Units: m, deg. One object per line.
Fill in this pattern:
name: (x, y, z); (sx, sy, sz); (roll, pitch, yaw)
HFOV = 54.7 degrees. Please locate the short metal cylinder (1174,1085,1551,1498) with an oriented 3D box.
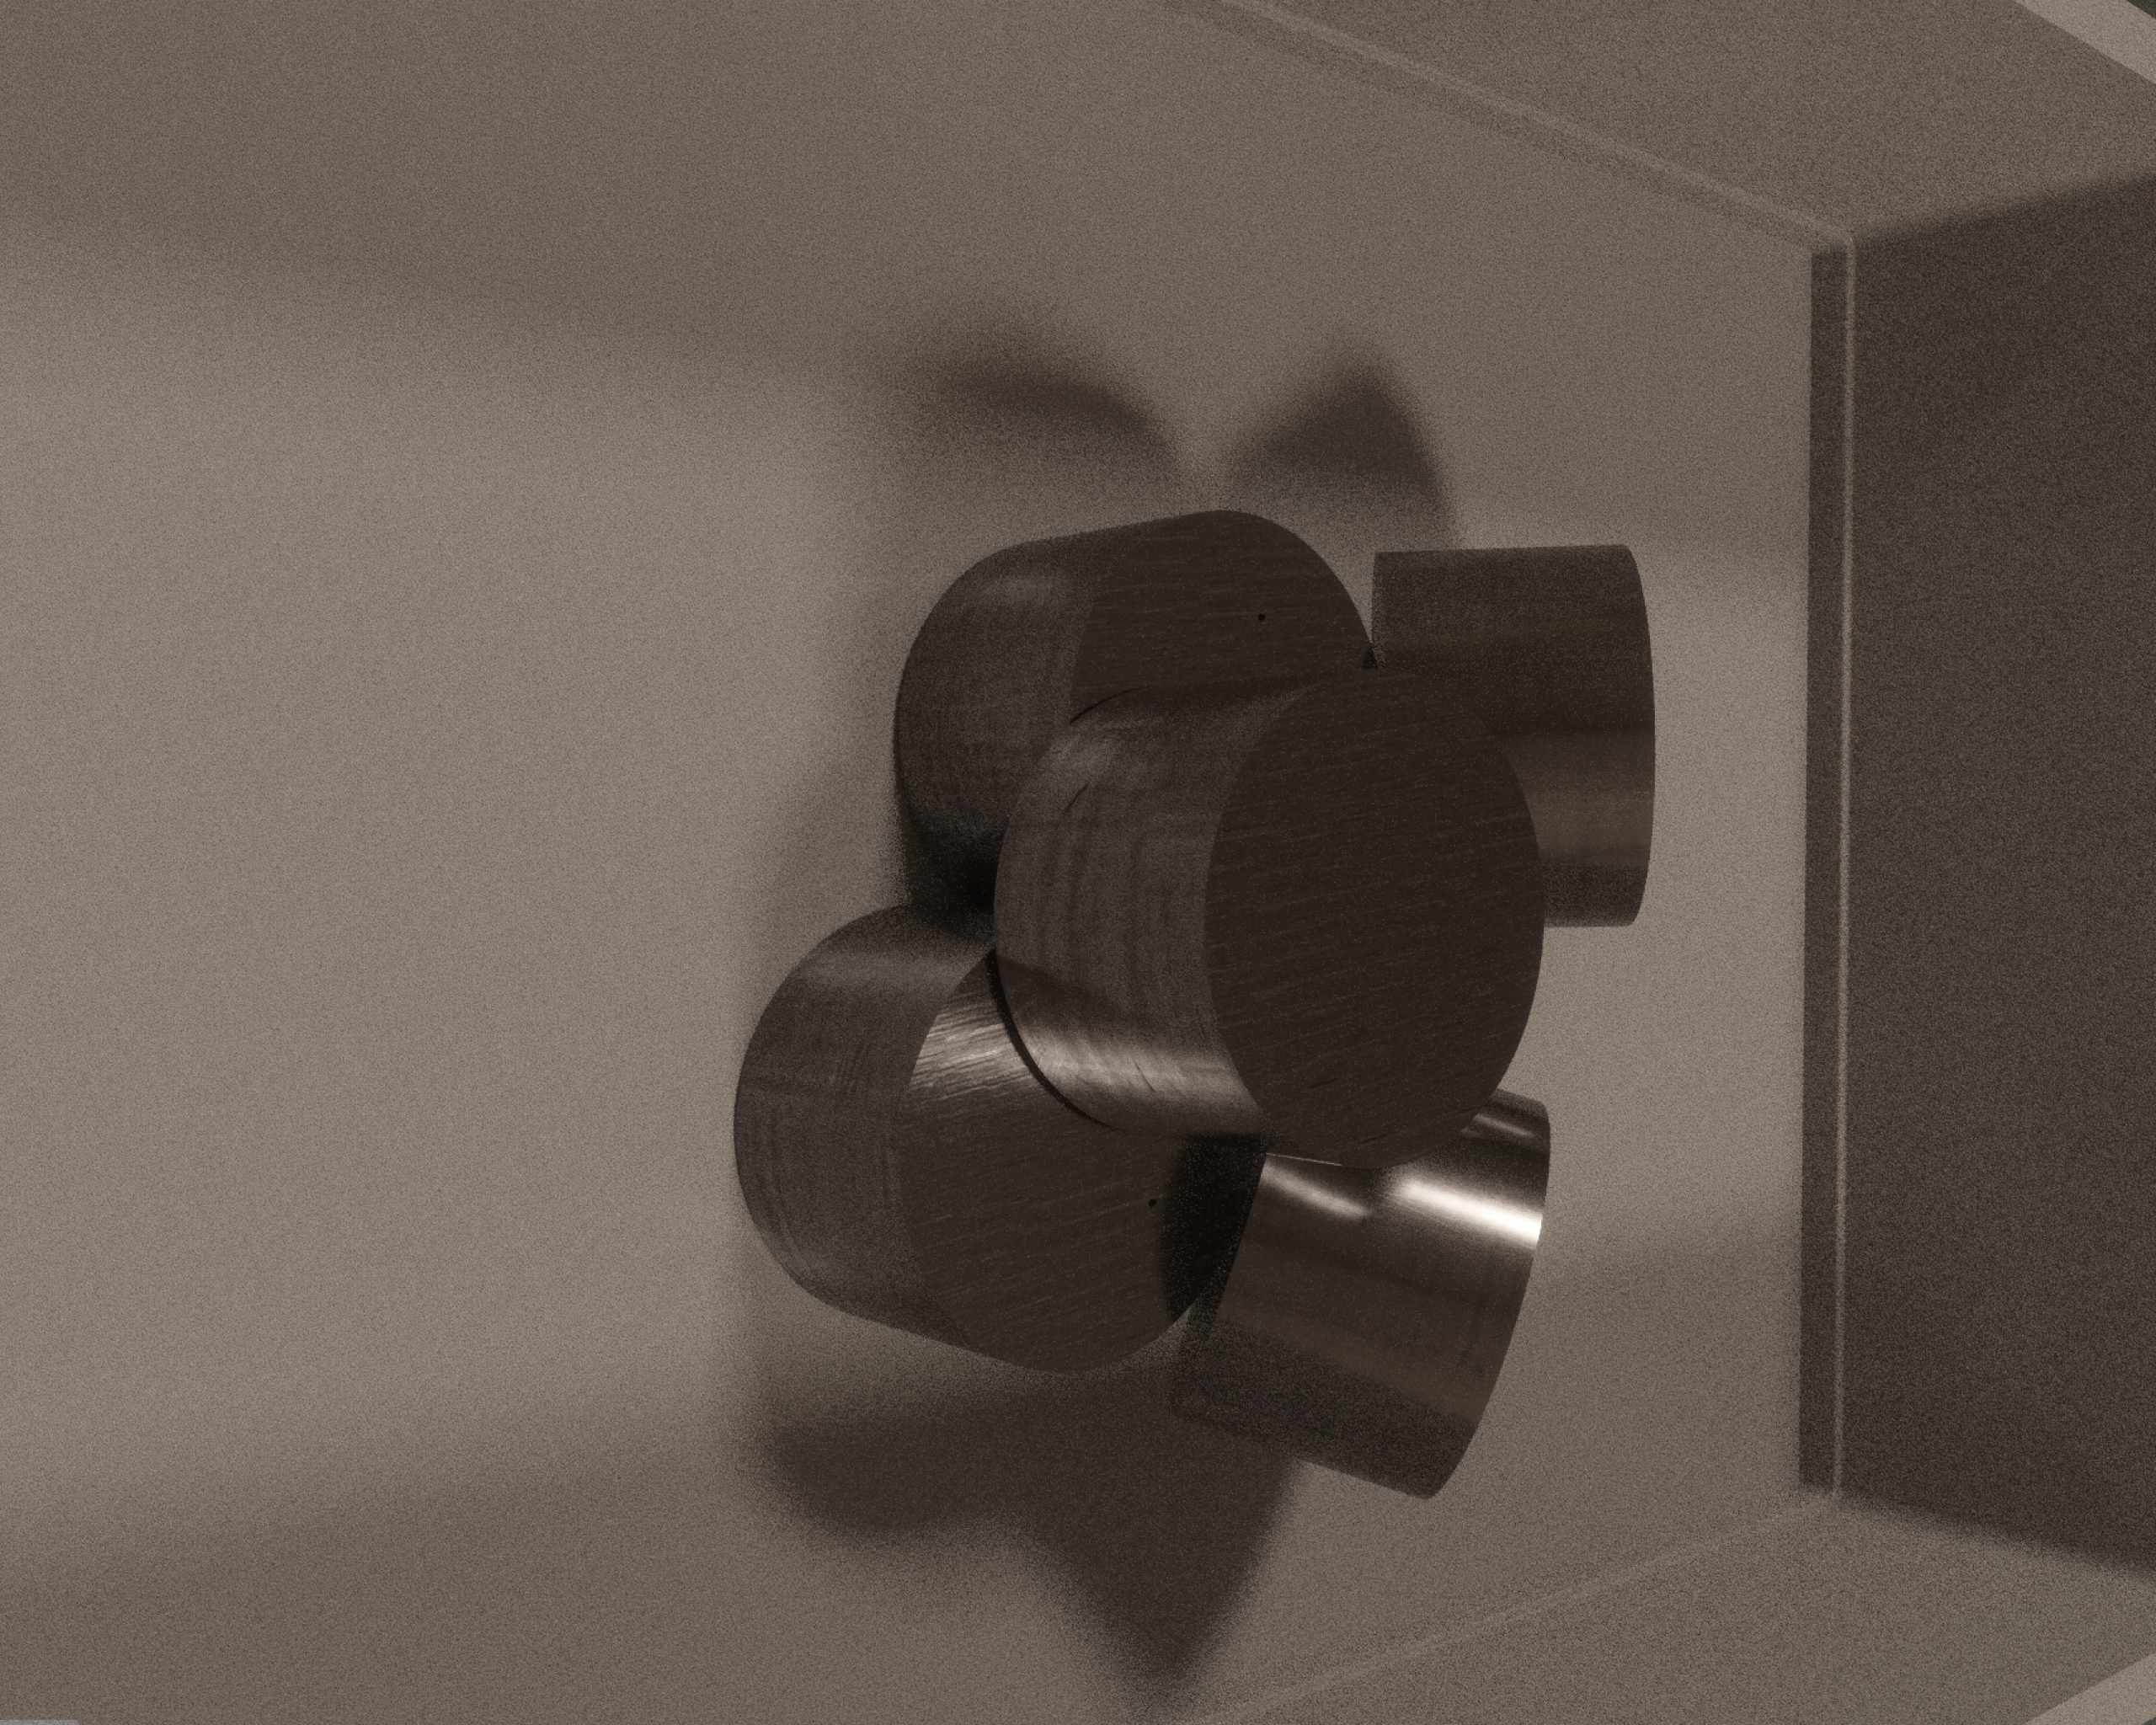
short metal cylinder: (0.054, 0.077, 0.408); (0.050, 0.080, 0.080); (18, 75, 3)

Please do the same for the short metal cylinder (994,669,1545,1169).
short metal cylinder: (0.033, 0.009, 0.351); (0.081, 0.050, 0.079); (0, 90, -40)

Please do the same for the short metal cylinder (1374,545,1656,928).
short metal cylinder: (0.089, -0.026, 0.438); (0.080, 0.050, 0.079); (-3, 92, -84)

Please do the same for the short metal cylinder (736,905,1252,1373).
short metal cylinder: (-0.014, 0.048, 0.379); (0.081, 0.050, 0.079); (0, 90, -40)

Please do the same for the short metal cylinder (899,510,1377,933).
short metal cylinder: (0.013, -0.025, 0.401); (0.081, 0.050, 0.079); (0, 90, -40)
